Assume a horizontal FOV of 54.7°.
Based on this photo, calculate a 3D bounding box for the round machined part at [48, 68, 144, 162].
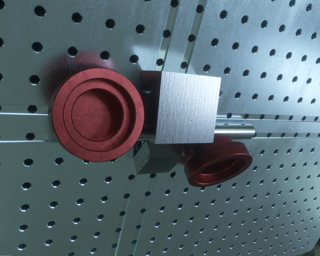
[{"bbox_3d":[-0.070,-0.014,0.337,0.099,0.042,0.097,-2,93,-29],"label":"round machined part"}]

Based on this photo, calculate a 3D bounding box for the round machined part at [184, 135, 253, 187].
[{"bbox_3d":[0.082,0.046,0.458,0.099,0.042,0.098,-14,148,-9],"label":"round machined part"}]

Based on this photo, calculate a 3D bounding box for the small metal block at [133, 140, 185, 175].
[{"bbox_3d":[-0.002,0.040,0.422,0.050,0.025,0.050,1,147,-29],"label":"small metal block"}]

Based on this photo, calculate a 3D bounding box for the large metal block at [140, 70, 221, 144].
[{"bbox_3d":[0.022,-0.026,0.376,0.081,0.050,0.079,1,100,-29],"label":"large metal block"}]

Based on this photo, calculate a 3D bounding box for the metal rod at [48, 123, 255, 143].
[{"bbox_3d":[0.009,0.005,0.420,0.303,0.025,0.025,0,118,-29],"label":"metal rod"}]
